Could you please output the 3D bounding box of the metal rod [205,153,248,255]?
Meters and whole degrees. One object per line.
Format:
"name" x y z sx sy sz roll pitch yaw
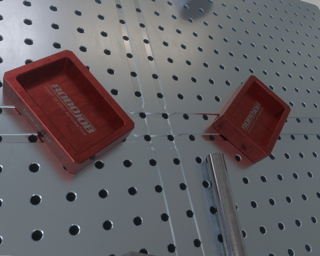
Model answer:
"metal rod" 0.093 0.170 0.354 0.025 0.025 0.299 6 59 -25

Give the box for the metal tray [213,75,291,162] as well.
"metal tray" 0.151 -0.019 0.497 0.090 0.030 0.131 42 51 0

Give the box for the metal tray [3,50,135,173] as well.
"metal tray" -0.105 -0.024 0.362 0.130 0.030 0.091 49 51 6

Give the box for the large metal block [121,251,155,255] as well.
"large metal block" -0.006 0.150 0.278 0.081 0.080 0.050 18 55 -18
